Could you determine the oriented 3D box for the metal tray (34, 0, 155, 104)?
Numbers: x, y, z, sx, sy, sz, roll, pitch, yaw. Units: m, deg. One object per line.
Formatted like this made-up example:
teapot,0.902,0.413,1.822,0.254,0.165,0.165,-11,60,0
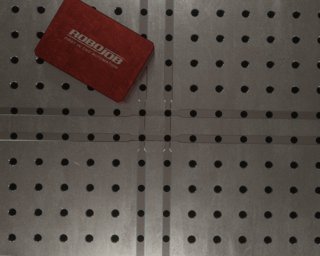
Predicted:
metal tray,-0.084,-0.101,0.410,0.130,0.030,0.090,30,90,-1
